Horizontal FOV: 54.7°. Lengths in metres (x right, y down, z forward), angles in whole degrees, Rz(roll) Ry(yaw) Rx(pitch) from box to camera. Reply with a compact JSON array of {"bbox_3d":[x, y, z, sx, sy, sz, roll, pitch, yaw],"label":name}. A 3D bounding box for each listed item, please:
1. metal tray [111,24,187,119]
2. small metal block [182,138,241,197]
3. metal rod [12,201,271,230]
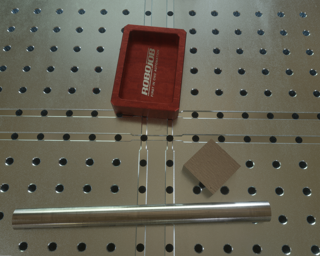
[{"bbox_3d":[-0.013,-0.081,0.438,0.091,0.030,0.130,6,70,2],"label":"metal tray"},{"bbox_3d":[0.065,0.050,0.394,0.050,0.025,0.050,-42,75,-14],"label":"small metal block"},{"bbox_3d":[-0.020,0.105,0.373,0.302,0.025,0.025,-2,70,-1],"label":"metal rod"}]
